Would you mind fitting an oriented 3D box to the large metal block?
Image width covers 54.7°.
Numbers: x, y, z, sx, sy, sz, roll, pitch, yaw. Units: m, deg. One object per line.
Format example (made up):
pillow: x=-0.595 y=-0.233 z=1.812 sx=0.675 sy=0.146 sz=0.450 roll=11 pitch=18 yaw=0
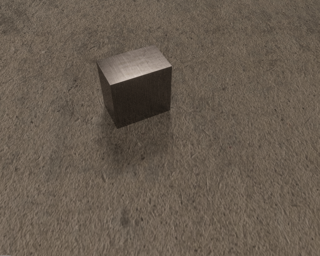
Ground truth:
large metal block: x=-0.032 y=-0.054 z=0.413 sx=0.081 sy=0.080 sz=0.050 roll=-21 pitch=53 yaw=-17
